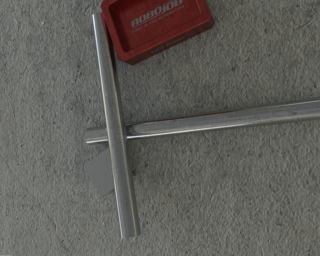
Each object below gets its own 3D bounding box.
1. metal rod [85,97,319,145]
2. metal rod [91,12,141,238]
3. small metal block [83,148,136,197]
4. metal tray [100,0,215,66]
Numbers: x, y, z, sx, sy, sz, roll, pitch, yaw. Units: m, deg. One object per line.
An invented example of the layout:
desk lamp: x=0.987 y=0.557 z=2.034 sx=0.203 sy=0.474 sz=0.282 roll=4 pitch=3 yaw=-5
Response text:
metal rod: x=0.040 y=-0.005 z=0.394 sx=0.301 sy=0.025 sz=0.025 roll=-7 pitch=88 yaw=19
metal rod: x=-0.060 y=-0.014 z=0.405 sx=0.025 sy=0.025 sz=0.299 roll=-15 pitch=76 yaw=19
small metal block: x=-0.071 y=0.060 z=0.434 sx=0.050 sy=0.025 sz=0.050 roll=-37 pitch=79 yaw=16
metal tray: x=-0.005 y=-0.150 z=0.407 sx=0.130 sy=0.030 sz=0.090 roll=-21 pitch=83 yaw=18
